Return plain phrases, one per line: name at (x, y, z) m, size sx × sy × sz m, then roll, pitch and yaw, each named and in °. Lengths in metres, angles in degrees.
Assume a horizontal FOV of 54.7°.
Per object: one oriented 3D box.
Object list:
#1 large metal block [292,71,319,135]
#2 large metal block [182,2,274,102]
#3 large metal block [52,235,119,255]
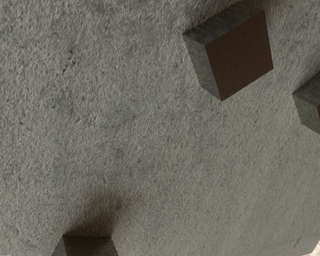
large metal block at (0.277, -0.045, 0.514) m, size 0.080 × 0.050 × 0.080 m, roll -40°, pitch 130°, yaw -1°
large metal block at (0.085, -0.093, 0.379) m, size 0.080 × 0.050 × 0.080 m, roll -33°, pitch 129°, yaw -7°
large metal block at (-0.116, 0.208, 0.456) m, size 0.081 × 0.050 × 0.080 m, roll 17°, pitch 109°, yaw -35°
